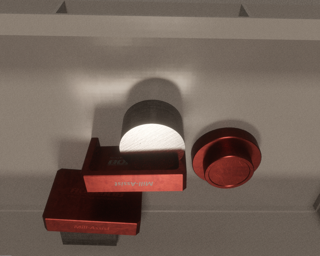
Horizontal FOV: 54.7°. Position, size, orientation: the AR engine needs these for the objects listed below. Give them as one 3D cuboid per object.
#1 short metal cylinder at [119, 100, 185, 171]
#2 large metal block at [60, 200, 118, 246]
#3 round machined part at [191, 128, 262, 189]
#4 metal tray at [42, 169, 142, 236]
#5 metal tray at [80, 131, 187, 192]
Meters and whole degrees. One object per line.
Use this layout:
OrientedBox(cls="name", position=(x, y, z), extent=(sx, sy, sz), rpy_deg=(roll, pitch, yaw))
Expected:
OrientedBox(cls="short metal cylinder", position=(-0.010, 0.010, 0.400), extent=(0.081, 0.050, 0.079), rpy_deg=(-1, 129, 0))
OrientedBox(cls="large metal block", position=(-0.105, 0.134, 0.486), extent=(0.081, 0.080, 0.050), rpy_deg=(3, 130, -3))
OrientedBox(cls="round machined part", position=(0.095, 0.049, 0.441), extent=(0.099, 0.042, 0.097), rpy_deg=(-1, 130, 0))
OrientedBox(cls="metal tray", position=(-0.093, 0.107, 0.455), extent=(0.131, 0.090, 0.030), rpy_deg=(5, 130, -5))
OrientedBox(cls="metal tray", position=(-0.032, 0.042, 0.419), extent=(0.131, 0.090, 0.030), rpy_deg=(-1, 127, 2))
